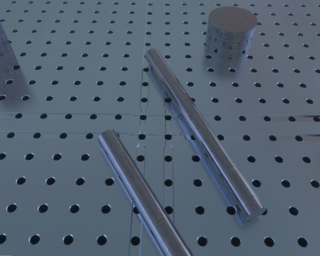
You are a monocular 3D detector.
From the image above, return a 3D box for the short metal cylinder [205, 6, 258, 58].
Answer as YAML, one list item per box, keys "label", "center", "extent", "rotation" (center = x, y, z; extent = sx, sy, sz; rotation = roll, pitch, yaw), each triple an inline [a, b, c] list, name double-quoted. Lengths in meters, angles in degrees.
- label: "short metal cylinder"
  center: [0.121, -0.165, 0.532]
  extent: [0.081, 0.050, 0.080]
  rotation: [0, 50, 0]

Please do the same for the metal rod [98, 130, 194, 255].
- label: "metal rod"
  center: [0.008, 0.111, 0.314]
  extent: [0.025, 0.025, 0.300]
  rotation: [-24, 54, -19]

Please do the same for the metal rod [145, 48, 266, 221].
- label: "metal rod"
  center: [0.045, -0.014, 0.419]
  extent: [0.025, 0.025, 0.300]
  rotation: [-18, 52, -15]

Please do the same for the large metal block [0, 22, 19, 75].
- label: "large metal block"
  center: [-0.276, -0.135, 0.482]
  extent: [0.080, 0.080, 0.050]
  rotation: [36, 59, 26]
